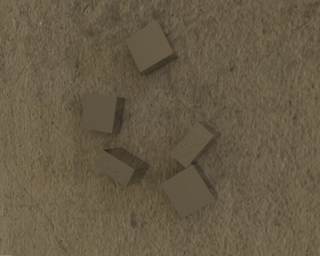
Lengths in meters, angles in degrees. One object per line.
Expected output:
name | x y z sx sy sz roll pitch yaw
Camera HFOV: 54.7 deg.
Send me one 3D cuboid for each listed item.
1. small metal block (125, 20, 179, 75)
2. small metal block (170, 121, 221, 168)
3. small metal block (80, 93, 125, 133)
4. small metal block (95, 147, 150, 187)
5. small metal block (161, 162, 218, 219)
small metal block | -0.011 -0.106 0.412 0.050 0.025 0.050 -27 81 17
small metal block | 0.045 0.019 0.379 0.025 0.050 0.050 42 103 15
small metal block | -0.080 -0.021 0.436 0.050 0.025 0.050 9 93 19
small metal block | -0.049 0.050 0.412 0.050 0.050 0.025 30 100 17
small metal block | 0.038 0.079 0.395 0.050 0.025 0.050 -35 79 16
